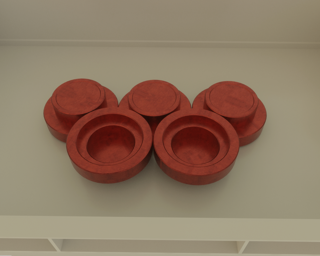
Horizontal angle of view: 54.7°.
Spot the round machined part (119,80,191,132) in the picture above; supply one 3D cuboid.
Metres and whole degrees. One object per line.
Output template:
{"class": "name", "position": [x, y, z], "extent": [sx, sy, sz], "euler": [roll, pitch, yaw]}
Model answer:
{"class": "round machined part", "position": [-0.007, -0.027, 0.414], "extent": [0.099, 0.042, 0.098], "euler": [0, 49, 0]}

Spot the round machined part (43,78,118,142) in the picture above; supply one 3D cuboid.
{"class": "round machined part", "position": [-0.105, -0.029, 0.414], "extent": [0.099, 0.042, 0.098], "euler": [1, 49, -1]}

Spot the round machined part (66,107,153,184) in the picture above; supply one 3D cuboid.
{"class": "round machined part", "position": [-0.057, 0.024, 0.371], "extent": [0.099, 0.042, 0.098], "euler": [0, 50, 0]}

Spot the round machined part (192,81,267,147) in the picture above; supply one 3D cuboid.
{"class": "round machined part", "position": [0.092, -0.025, 0.412], "extent": [0.099, 0.042, 0.098], "euler": [0, 49, 0]}

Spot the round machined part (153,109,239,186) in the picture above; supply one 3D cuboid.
{"class": "round machined part", "position": [0.041, 0.026, 0.370], "extent": [0.099, 0.042, 0.098], "euler": [0, 50, 0]}
